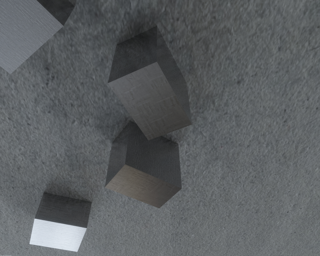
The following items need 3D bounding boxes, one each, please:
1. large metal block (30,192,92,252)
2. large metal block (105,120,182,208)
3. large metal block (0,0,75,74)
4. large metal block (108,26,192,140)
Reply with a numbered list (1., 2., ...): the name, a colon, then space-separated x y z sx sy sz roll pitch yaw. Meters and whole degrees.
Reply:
1. large metal block: -0.168 0.161 0.526 0.081 0.050 0.079 16 128 -14
2. large metal block: -0.021 0.048 0.412 0.080 0.080 0.050 27 125 -21
3. large metal block: -0.144 -0.112 0.293 0.080 0.050 0.080 -31 124 23
4. large metal block: -0.008 -0.048 0.330 0.050 0.080 0.080 -21 127 16
